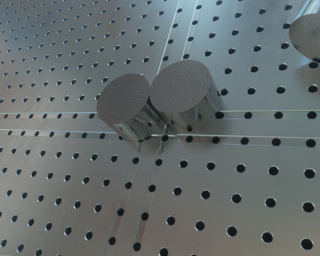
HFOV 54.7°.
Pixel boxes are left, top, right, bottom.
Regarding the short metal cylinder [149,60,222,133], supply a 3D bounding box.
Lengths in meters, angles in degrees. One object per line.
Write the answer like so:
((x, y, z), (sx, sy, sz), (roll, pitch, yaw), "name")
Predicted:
((0.034, -0.040, 0.398), (0.080, 0.050, 0.080), (-13, 57, 20), "short metal cylinder")

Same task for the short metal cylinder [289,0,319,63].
((0.193, -0.114, 0.342), (0.080, 0.080, 0.050), (25, 76, 36), "short metal cylinder")

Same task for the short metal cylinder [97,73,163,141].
((-0.039, -0.028, 0.429), (0.080, 0.050, 0.080), (-13, 56, 20), "short metal cylinder")
